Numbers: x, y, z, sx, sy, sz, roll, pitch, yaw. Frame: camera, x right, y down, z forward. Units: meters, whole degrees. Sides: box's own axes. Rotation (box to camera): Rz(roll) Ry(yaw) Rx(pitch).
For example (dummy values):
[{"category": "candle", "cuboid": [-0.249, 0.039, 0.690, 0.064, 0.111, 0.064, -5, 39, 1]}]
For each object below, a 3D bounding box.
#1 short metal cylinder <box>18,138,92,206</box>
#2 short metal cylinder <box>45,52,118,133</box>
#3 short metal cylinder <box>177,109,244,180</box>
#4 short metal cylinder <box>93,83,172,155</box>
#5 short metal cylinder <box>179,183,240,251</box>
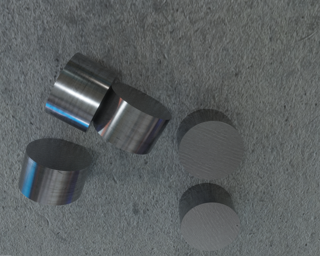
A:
[{"category": "short metal cylinder", "cuboid": [-0.134, 0.054, 0.399, 0.080, 0.080, 0.050, 18, 109, -7]}, {"category": "short metal cylinder", "cuboid": [-0.091, -0.041, 0.364, 0.050, 0.080, 0.080, 28, 108, -9]}, {"category": "short metal cylinder", "cuboid": [0.063, 0.020, 0.404, 0.081, 0.050, 0.079, 0, 110, 0]}, {"category": "short metal cylinder", "cuboid": [-0.033, -0.012, 0.376, 0.080, 0.080, 0.050, 28, 108, -10]}, {"category": "short metal cylinder", "cuboid": [0.068, 0.126, 0.443, 0.081, 0.050, 0.079, 0, 110, 0]}]
